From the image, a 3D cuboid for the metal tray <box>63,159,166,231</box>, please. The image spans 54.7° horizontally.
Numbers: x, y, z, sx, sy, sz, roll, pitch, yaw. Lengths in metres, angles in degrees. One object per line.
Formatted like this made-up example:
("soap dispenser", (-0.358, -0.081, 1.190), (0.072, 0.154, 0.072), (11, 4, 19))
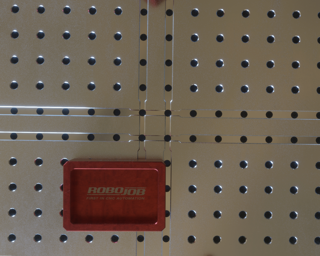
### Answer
("metal tray", (-0.058, 0.087, 0.410), (0.131, 0.030, 0.089), (0, 90, -1))
